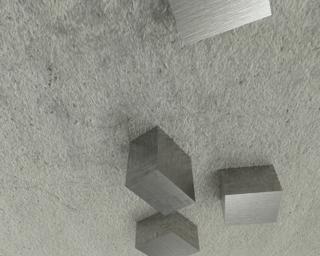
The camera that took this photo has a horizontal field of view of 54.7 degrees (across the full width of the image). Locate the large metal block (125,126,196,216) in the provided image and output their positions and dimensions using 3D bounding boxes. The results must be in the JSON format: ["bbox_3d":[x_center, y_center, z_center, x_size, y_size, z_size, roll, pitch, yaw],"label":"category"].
[{"bbox_3d":[0.002,0.058,0.420,0.050,0.080,0.080,-30,124,23],"label":"large metal block"}]

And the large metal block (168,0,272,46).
[{"bbox_3d":[0.046,-0.133,0.278,0.080,0.050,0.080,-17,128,14],"label":"large metal block"}]

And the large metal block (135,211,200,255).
[{"bbox_3d":[0.013,0.195,0.557,0.080,0.050,0.080,-31,124,23],"label":"large metal block"}]

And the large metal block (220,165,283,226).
[{"bbox_3d":[0.138,0.106,0.482,0.080,0.050,0.080,-6,130,4],"label":"large metal block"}]
